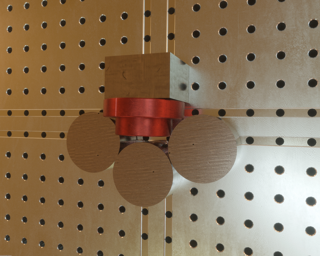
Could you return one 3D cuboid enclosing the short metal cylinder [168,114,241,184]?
[{"bbox_3d":[0.056,0.024,0.380,0.080,0.050,0.079,0,90,20],"label":"short metal cylinder"}]

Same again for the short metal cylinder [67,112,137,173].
[{"bbox_3d":[-0.080,0.018,0.428,0.080,0.050,0.079,0,90,20],"label":"short metal cylinder"}]

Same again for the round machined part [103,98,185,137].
[{"bbox_3d":[-0.020,-0.011,0.379,0.098,0.098,0.042,2,90,20],"label":"round machined part"}]

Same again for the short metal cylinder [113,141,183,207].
[{"bbox_3d":[-0.014,0.057,0.404,0.080,0.050,0.079,0,90,20],"label":"short metal cylinder"}]

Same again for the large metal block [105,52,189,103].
[{"bbox_3d":[-0.013,-0.058,0.387,0.080,0.080,0.050,1,91,20],"label":"large metal block"}]
